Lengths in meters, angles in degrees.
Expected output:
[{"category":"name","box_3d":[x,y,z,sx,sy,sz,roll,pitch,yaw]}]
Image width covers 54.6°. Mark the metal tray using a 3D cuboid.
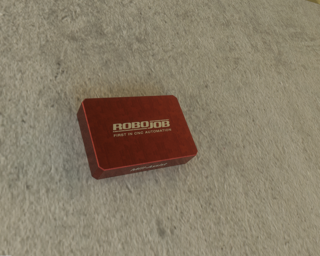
[{"category":"metal tray","box_3d":[-0.026,0.007,0.382,0.131,0.030,0.090,-6,65,-31]}]
